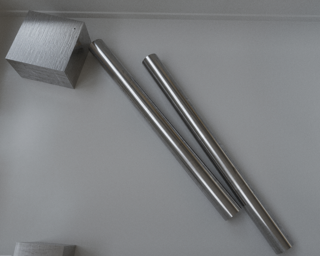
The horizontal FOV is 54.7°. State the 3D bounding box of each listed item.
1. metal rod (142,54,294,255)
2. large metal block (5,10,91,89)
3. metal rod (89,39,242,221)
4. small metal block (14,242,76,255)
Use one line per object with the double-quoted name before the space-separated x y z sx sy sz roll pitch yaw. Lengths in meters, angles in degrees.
"metal rod" 0.065 0.021 0.402 0.025 0.025 0.299 -31 73 -11
"large metal block" -0.152 -0.109 0.434 0.080 0.050 0.080 13 70 4
"metal rod" -0.002 -0.008 0.412 0.025 0.025 0.300 -36 74 -12
"small metal block" -0.126 0.142 0.343 0.050 0.050 0.025 4 70 1
